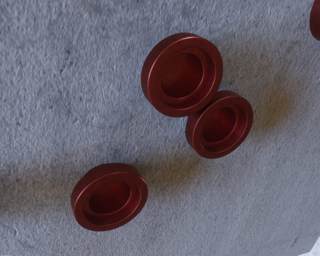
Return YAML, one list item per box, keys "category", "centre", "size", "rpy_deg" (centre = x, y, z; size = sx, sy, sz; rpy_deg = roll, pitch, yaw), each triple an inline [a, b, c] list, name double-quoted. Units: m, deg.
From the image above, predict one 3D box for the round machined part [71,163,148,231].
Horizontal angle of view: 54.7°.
- category: "round machined part"
  centre: [-0.069, 0.086, 0.413]
  size: [0.099, 0.042, 0.097]
  rpy_deg: [-14, 125, -21]

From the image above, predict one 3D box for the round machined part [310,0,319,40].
- category: "round machined part"
  centre: [0.268, -0.167, 0.442]
  size: [0.099, 0.042, 0.097]
  rpy_deg: [-14, 125, -21]

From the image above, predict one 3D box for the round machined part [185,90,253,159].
- category: "round machined part"
  centre: [0.078, -0.008, 0.436]
  size: [0.099, 0.042, 0.097]
  rpy_deg: [-14, 125, -21]

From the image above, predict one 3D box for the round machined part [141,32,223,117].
- category: "round machined part"
  centre: [0.023, -0.065, 0.370]
  size: [0.099, 0.042, 0.097]
  rpy_deg: [-14, 125, -21]
